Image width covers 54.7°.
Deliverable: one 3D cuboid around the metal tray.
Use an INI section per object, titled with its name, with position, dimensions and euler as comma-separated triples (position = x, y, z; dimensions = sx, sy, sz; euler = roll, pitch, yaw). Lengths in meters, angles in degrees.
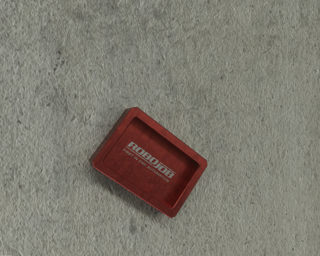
[metal tray]
position = -0.012, 0.045, 0.404
dimensions = 0.130, 0.030, 0.090
euler = 38, 78, -17
